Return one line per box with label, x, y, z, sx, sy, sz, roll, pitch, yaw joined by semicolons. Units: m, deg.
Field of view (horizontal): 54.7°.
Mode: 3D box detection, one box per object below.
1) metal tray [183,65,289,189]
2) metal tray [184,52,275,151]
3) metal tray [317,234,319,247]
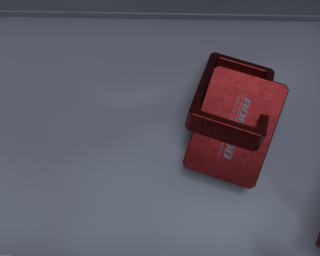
metal tray;0.090;-0.002;0.382;0.090;0.030;0.129;18;95;6
metal tray;0.093;-0.039;0.397;0.090;0.030;0.130;18;49;7
metal tray;0.231;0.080;0.348;0.030;0.090;0.130;27;72;9
